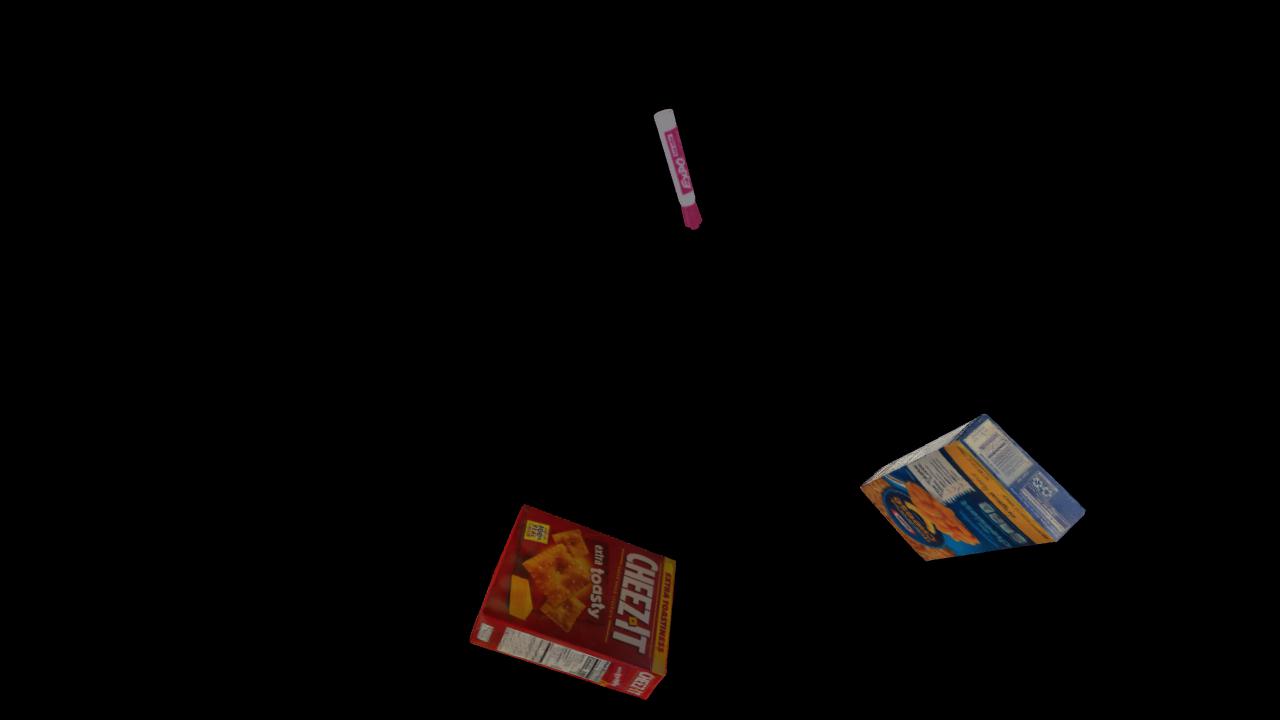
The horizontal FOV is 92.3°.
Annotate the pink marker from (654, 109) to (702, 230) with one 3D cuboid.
[{"bbox_3d":[0.039,-0.183,0.604,0.020,0.121,0.020,-14,36,10],"label":"pink marker"}]

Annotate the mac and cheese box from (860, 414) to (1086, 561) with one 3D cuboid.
[{"bbox_3d":[0.262,0.115,0.514,0.041,0.093,0.184,-37,-16,-16],"label":"mac and cheese box"}]

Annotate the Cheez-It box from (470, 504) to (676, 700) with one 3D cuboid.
[{"bbox_3d":[-0.072,0.293,0.757,0.223,0.071,0.166,22,34,-5],"label":"Cheez-It box"}]
